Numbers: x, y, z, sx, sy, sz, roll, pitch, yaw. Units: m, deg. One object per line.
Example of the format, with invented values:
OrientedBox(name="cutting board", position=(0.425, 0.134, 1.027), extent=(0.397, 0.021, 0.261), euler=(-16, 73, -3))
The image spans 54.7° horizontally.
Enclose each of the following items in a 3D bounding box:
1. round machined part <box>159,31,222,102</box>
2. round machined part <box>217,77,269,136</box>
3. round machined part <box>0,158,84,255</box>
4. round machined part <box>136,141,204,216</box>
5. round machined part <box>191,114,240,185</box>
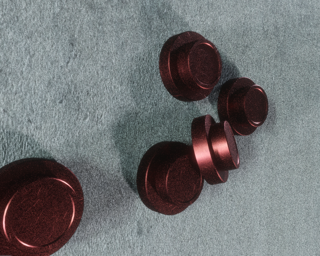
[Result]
OrientedBox(name="round machined part", position=(0.049, -0.087, 0.435), extent=(0.099, 0.042, 0.097), euler=(0, 90, -40))
OrientedBox(name="round machined part", position=(0.143, -0.036, 0.513), extent=(0.099, 0.042, 0.097), euler=(0, 90, -40))
OrientedBox(name="round machined part", position=(-0.117, 0.079, 0.295), extent=(0.099, 0.042, 0.097), euler=(0, 90, -40))
OrientedBox(name="round machined part", position=(0.021, 0.067, 0.411), extent=(0.099, 0.042, 0.097), euler=(0, 90, -40))
OrientedBox(name="round machined part", position=(0.081, 0.028, 0.433), extent=(0.098, 0.042, 0.098), euler=(49, 32, -47))
